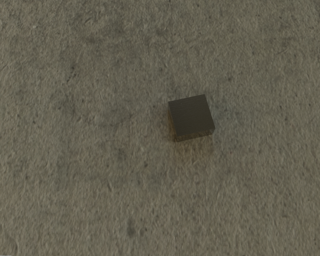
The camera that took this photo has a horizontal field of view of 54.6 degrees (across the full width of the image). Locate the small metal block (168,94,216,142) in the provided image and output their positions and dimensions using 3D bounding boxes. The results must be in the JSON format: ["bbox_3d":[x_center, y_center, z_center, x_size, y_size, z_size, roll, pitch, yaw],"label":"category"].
[{"bbox_3d":[0.041,-0.013,0.413,0.050,0.025,0.050,-12,71,-5],"label":"small metal block"}]
